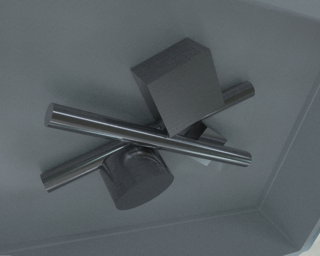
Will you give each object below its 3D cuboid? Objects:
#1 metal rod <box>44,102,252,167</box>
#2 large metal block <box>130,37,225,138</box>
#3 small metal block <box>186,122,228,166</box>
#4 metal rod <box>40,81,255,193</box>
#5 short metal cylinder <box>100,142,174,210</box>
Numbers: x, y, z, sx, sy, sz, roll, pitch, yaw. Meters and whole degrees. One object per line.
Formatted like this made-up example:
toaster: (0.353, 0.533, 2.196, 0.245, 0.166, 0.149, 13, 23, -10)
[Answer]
metal rod: (0.011, 0.017, 0.392, 0.302, 0.025, 0.025, 14, 111, -34)
large metal block: (0.023, -0.049, 0.374, 0.080, 0.050, 0.080, -31, 129, -8)
small metal block: (0.063, 0.022, 0.454, 0.050, 0.025, 0.050, 30, 102, -38)
metal rod: (-0.005, 0.005, 0.408, 0.302, 0.025, 0.025, -25, 128, -14)
short metal cylinder: (-0.029, 0.061, 0.396, 0.081, 0.050, 0.080, -25, 152, -14)
